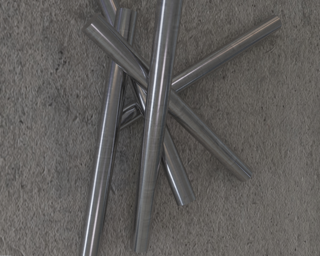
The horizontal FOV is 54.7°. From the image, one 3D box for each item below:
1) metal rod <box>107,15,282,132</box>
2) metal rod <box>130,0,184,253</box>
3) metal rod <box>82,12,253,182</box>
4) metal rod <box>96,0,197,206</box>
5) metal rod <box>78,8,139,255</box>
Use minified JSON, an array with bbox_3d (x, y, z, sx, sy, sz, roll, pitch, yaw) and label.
[{"bbox_3d":[0.056,-0.081,0.429,0.302,0.025,0.025,-34,101,-17],"label":"metal rod"},{"bbox_3d":[-0.008,0.014,0.348,0.025,0.025,0.298,0,112,-20],"label":"metal rod"},{"bbox_3d":[0.028,-0.018,0.379,0.300,0.025,0.025,42,77,-31],"label":"metal rod"},{"bbox_3d":[-0.023,-0.050,0.376,0.025,0.025,0.299,-21,88,-19],"label":"metal rod"},{"bbox_3d":[-0.062,0.015,0.362,0.025,0.025,0.298,8,96,-20],"label":"metal rod"}]
